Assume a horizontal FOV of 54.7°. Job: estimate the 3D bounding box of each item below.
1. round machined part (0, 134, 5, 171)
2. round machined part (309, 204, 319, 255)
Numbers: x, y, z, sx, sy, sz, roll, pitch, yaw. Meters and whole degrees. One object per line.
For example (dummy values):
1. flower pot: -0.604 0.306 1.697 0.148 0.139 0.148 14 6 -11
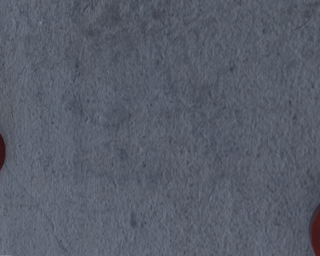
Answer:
1. round machined part: -0.307 0.040 0.506 0.098 0.042 0.097 0 90 19
2. round machined part: 0.211 0.113 0.326 0.098 0.042 0.097 0 90 19
